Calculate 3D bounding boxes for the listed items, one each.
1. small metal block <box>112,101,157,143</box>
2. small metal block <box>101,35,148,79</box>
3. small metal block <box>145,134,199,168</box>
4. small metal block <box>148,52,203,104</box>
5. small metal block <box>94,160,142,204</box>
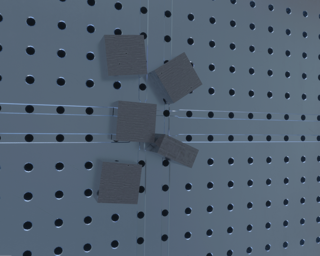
[{"bbox_3d":[-0.033,-0.008,0.401,0.050,0.025,0.050,4,89,-20],"label":"small metal block"},{"bbox_3d":[-0.046,-0.091,0.396,0.050,0.025,0.050,-6,92,-20],"label":"small metal block"},{"bbox_3d":[0.014,0.029,0.406,0.050,0.050,0.025,26,82,-19],"label":"small metal block"},{"bbox_3d":[0.021,-0.067,0.421,0.050,0.025,0.050,-35,102,-17],"label":"small metal block"},{"bbox_3d":[-0.053,0.068,0.394,0.050,0.025,0.050,8,87,-20],"label":"small metal block"}]
